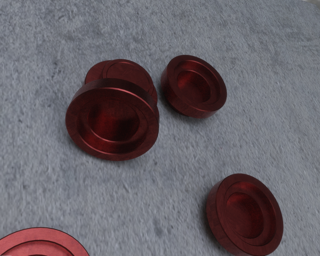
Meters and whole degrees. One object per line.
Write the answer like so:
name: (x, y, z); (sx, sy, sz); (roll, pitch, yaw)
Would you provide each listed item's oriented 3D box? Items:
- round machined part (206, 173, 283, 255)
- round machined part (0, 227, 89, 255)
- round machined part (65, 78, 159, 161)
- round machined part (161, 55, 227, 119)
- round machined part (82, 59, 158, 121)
round machined part: (0.099, 0.109, 0.382); (0.099, 0.042, 0.098); (14, 56, -21)
round machined part: (-0.106, 0.136, 0.254); (0.099, 0.042, 0.098); (14, 56, -21)
round machined part: (-0.050, -0.013, 0.343); (0.099, 0.097, 0.042); (23, 35, -15)
round machined part: (0.045, -0.056, 0.453); (0.099, 0.042, 0.098); (14, 56, -21)
round machined part: (-0.047, -0.050, 0.399); (0.099, 0.042, 0.098); (14, 56, -21)
